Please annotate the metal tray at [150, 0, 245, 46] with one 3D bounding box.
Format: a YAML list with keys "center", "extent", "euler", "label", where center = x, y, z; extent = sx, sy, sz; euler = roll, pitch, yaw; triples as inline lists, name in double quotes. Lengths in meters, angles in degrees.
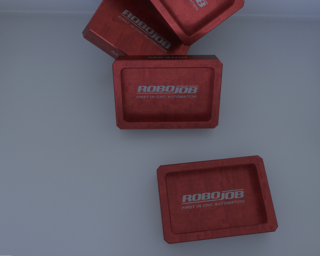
- center: [0.030, -0.178, 0.378]
  extent: [0.090, 0.130, 0.030]
  euler: [-34, 27, 20]
  label: "metal tray"

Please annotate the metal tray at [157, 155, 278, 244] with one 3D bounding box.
- center: [0.065, 0.086, 0.376]
  extent: [0.131, 0.030, 0.090]
  euler: [-6, 70, -3]
  label: "metal tray"

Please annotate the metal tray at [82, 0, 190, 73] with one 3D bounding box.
- center: [-0.025, -0.126, 0.419]
  extent: [0.130, 0.030, 0.090]
  euler: [32, 71, -22]
  label: "metal tray"

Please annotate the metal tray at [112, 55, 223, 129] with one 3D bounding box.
- center: [0.009, -0.045, 0.394]
  extent: [0.131, 0.030, 0.089]
  euler: [-1, 114, -1]
  label: "metal tray"
